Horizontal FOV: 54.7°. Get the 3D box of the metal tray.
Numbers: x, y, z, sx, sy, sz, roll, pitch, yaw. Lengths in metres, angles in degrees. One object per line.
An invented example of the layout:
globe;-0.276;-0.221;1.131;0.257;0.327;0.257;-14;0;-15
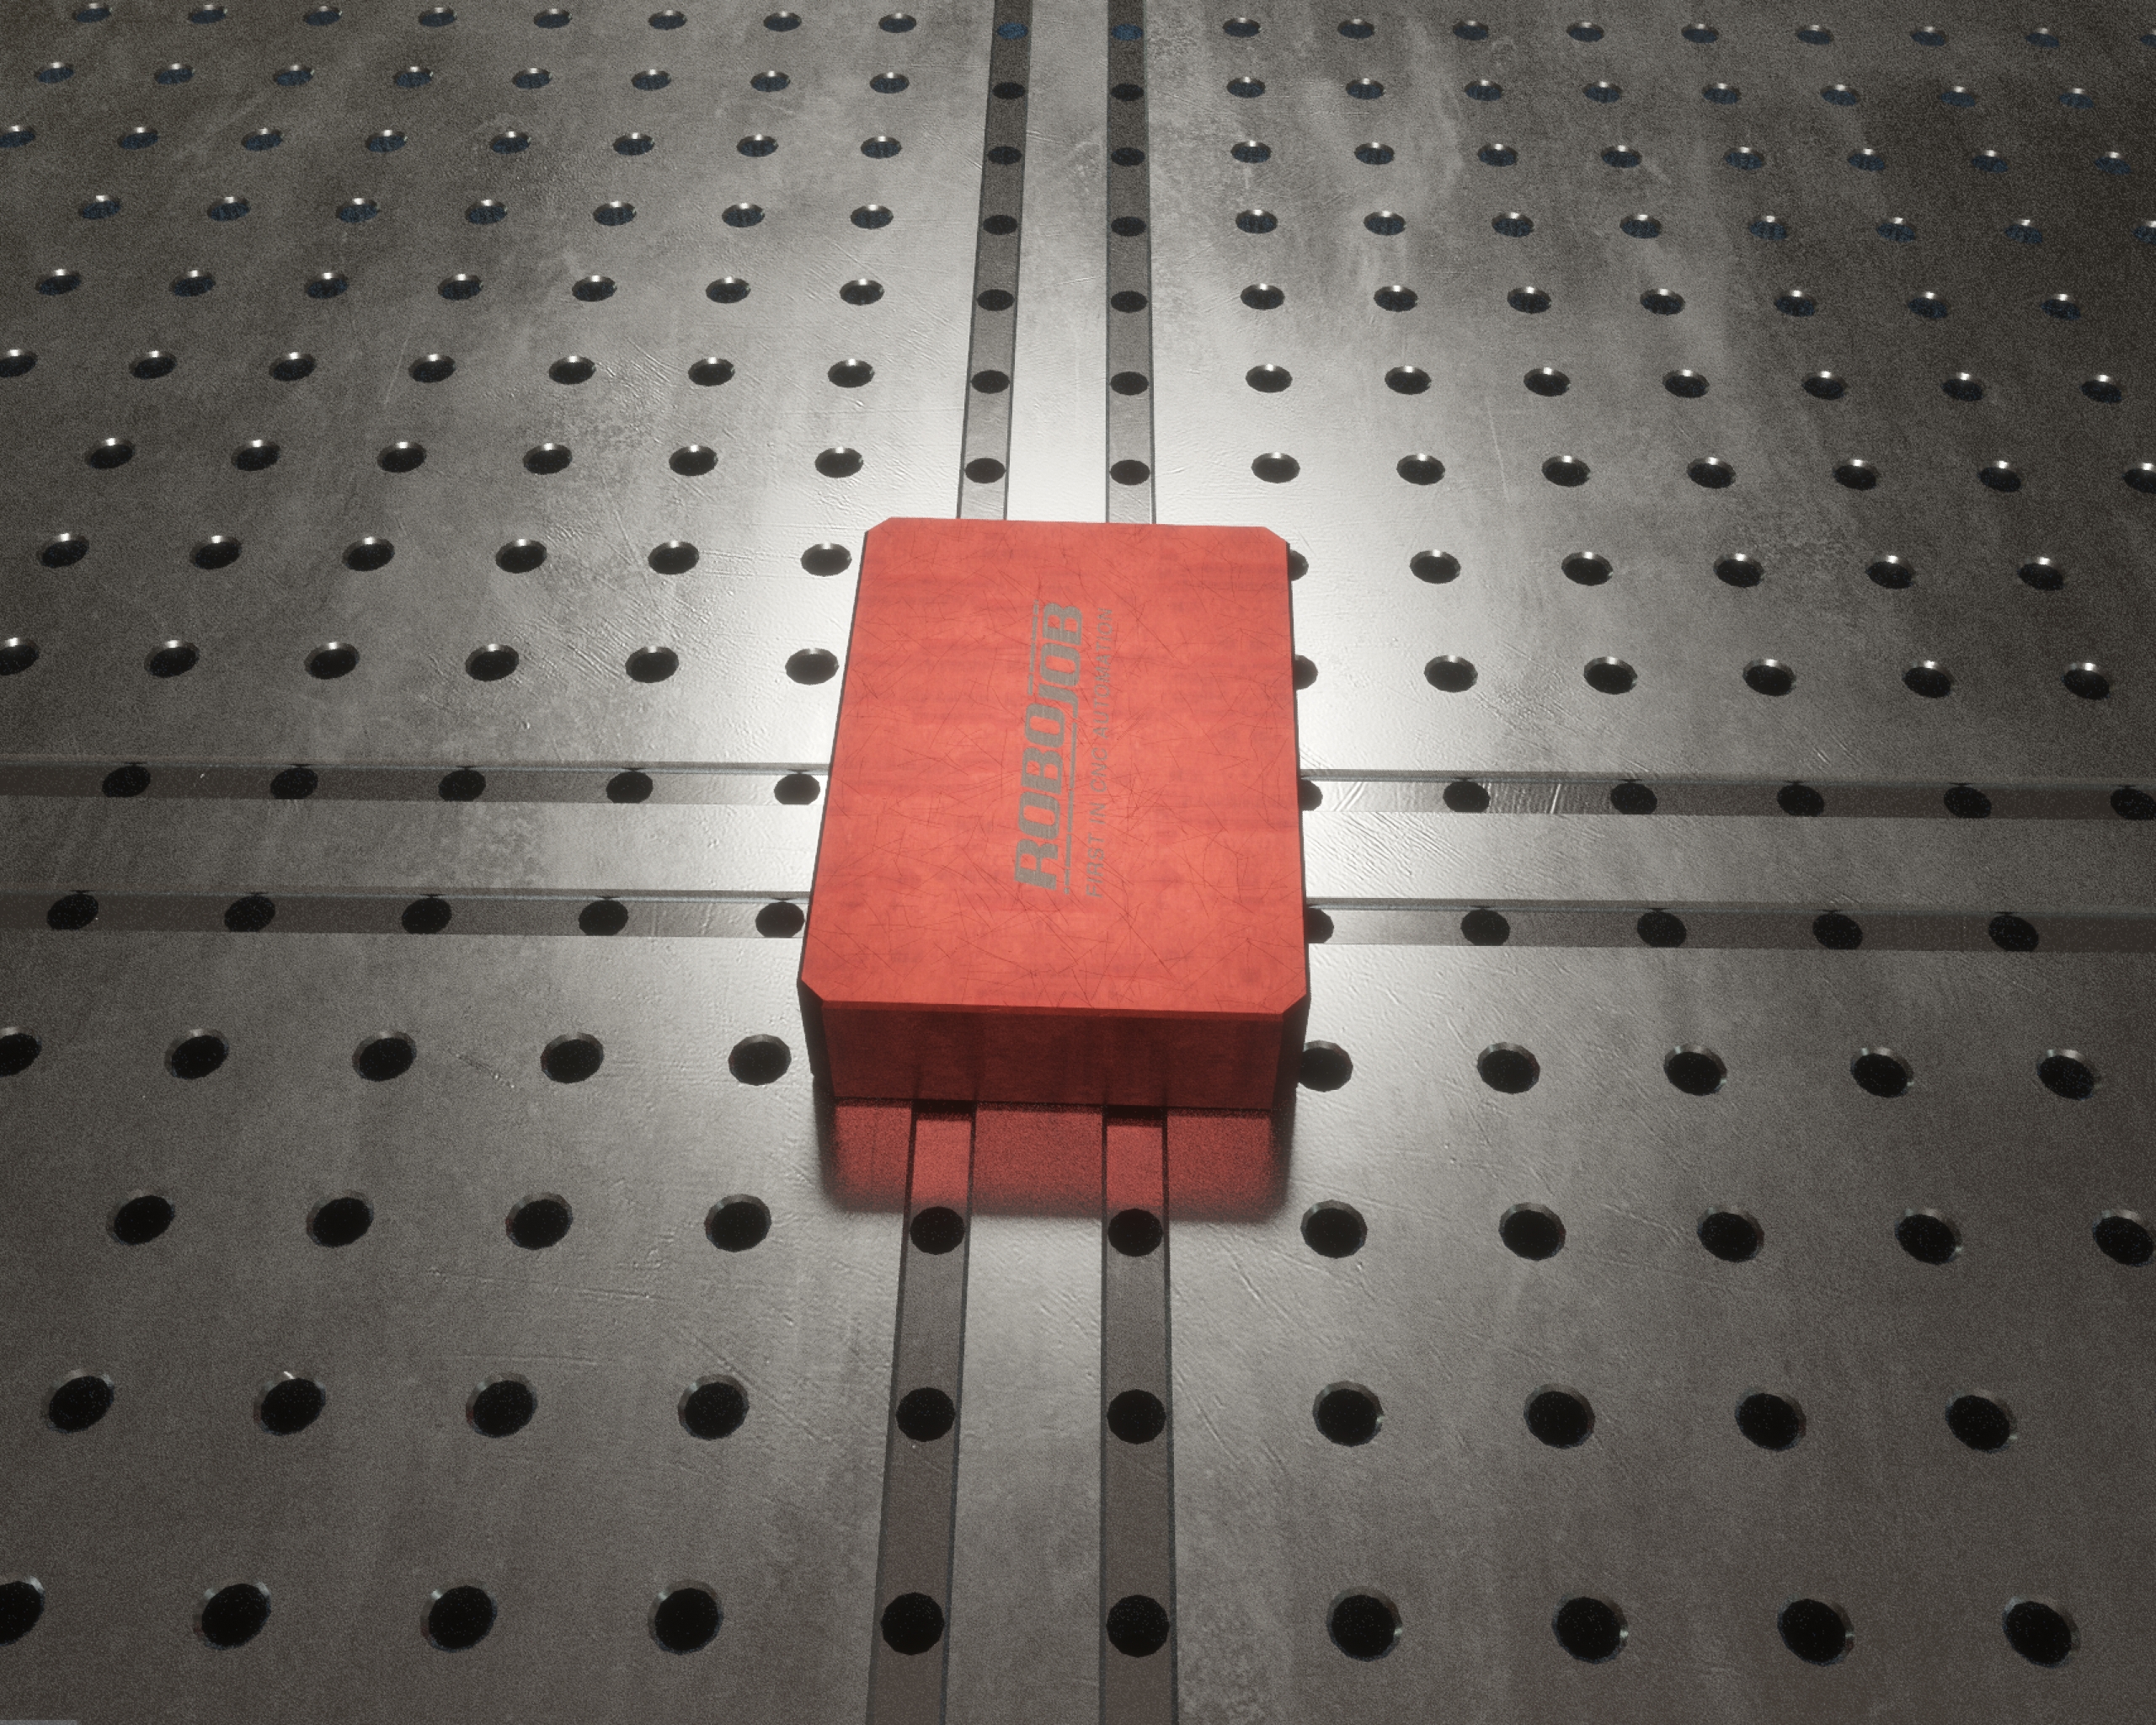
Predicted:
metal tray;-0.002;-0.014;0.415;0.091;0.030;0.130;2;50;1
